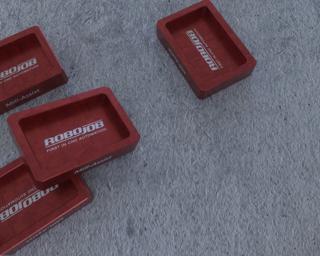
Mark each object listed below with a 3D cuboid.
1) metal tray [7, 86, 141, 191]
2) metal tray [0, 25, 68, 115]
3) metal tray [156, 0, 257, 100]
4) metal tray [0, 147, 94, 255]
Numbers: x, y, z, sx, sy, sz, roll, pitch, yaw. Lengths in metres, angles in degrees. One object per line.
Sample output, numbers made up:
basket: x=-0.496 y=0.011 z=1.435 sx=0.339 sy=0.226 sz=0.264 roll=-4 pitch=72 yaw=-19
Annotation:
metal tray: x=-0.102 y=0.007 z=0.377 sx=0.131 sy=0.030 sz=0.090 roll=-23 pitch=69 yaw=-30
metal tray: x=-0.208 y=-0.077 z=0.431 sx=0.131 sy=0.030 sz=0.090 roll=-29 pitch=73 yaw=-10
metal tray: x=0.064 y=-0.115 z=0.447 sx=0.090 sy=0.030 sz=0.130 roll=-28 pitch=72 yaw=-10
metal tray: x=-0.159 y=0.084 z=0.373 sx=0.131 sy=0.030 sz=0.090 roll=-33 pitch=73 yaw=-11
